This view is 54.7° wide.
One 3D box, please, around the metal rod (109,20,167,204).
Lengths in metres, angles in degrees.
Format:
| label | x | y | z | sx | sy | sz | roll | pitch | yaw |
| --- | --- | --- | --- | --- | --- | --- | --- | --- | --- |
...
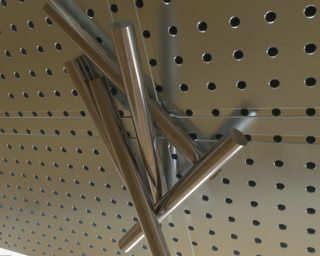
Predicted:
| label | x | y | z | sx | sy | sz | roll | pitch | yaw |
| --- | --- | --- | --- | --- | --- | --- | --- | --- | --- |
| metal rod | -0.016 | 0.014 | 0.398 | 0.025 | 0.025 | 0.298 | 8 | 131 | 23 |

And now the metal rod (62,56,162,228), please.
| label | x | y | z | sx | sy | sz | roll | pitch | yaw |
| --- | --- | --- | --- | --- | --- | --- | --- | --- | --- |
| metal rod | -0.064 | 0.038 | 0.466 | 0.025 | 0.025 | 0.299 | -10 | 114 | 32 |

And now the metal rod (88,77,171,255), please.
| label | x | y | z | sx | sy | sz | roll | pitch | yaw |
| --- | --- | --- | --- | --- | --- | --- | --- | --- | --- |
| metal rod | -0.034 | 0.076 | 0.424 | 0.025 | 0.025 | 0.298 | -17 | 94 | 34 |

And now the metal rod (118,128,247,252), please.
| label | x | y | z | sx | sy | sz | roll | pitch | yaw |
| --- | --- | --- | --- | --- | --- | --- | --- | --- | --- |
| metal rod | 0.014 | 0.103 | 0.430 | 0.025 | 0.025 | 0.298 | 39 | 128 | 1 |

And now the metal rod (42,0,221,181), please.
| label | x | y | z | sx | sy | sz | roll | pitch | yaw |
| --- | --- | --- | --- | --- | --- | --- | --- | --- | --- |
| metal rod | -0.033 | -0.046 | 0.398 | 0.300 | 0.025 | 0.025 | 46 | 129 | -5 |
